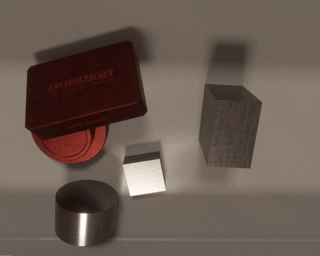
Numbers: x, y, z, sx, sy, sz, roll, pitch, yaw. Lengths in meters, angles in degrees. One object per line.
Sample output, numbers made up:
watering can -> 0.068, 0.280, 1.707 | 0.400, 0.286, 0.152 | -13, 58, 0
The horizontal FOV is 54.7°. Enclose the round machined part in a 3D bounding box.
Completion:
round machined part -> -0.119, 0.003, 0.402 | 0.099, 0.042, 0.097 | 0, 110, -1

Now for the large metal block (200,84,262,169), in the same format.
large metal block -> 0.082, -0.005, 0.381 | 0.050, 0.080, 0.079 | 3, 110, -2

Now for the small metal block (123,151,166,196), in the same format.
small metal block -> -0.021, 0.064, 0.435 | 0.050, 0.025, 0.050 | -9, 110, 3

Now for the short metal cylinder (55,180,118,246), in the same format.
short metal cylinder -> -0.101, 0.113, 0.422 | 0.081, 0.080, 0.050 | 7, 110, -3

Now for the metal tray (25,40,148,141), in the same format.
metal tray -> -0.087, -0.044, 0.360 | 0.131, 0.090, 0.030 | -14, 151, 4
